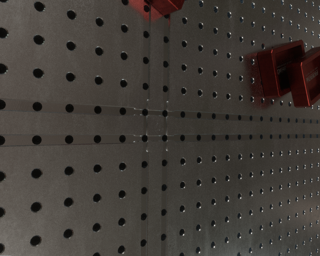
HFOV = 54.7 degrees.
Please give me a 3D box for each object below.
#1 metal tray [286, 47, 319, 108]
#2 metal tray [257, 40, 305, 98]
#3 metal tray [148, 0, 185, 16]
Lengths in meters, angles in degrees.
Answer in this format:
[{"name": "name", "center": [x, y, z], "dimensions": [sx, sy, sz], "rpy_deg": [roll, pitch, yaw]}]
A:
[{"name": "metal tray", "center": [0.307, -0.105, 0.627], "dimensions": [0.131, 0.030, 0.090], "rpy_deg": [-31, 110, -36]}, {"name": "metal tray", "center": [0.249, -0.120, 0.617], "dimensions": [0.131, 0.030, 0.089], "rpy_deg": [-24, 106, -38]}, {"name": "metal tray", "center": [0.008, -0.231, 0.413], "dimensions": [0.090, 0.030, 0.130], "rpy_deg": [31, 70, -36]}]
